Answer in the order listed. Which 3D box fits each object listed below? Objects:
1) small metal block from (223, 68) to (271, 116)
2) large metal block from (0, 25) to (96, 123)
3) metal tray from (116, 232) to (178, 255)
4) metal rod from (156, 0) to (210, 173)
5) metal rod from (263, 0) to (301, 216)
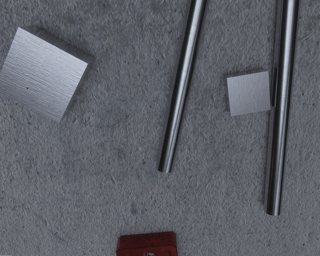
[{"bbox_3d":[0.110,-0.046,0.394,0.050,0.025,0.050,-10,110,3],"label":"small metal block"},{"bbox_3d":[-0.135,-0.065,0.370,0.080,0.050,0.080,28,108,-10],"label":"large metal block"},{"bbox_3d":[-0.015,0.230,0.491,0.091,0.030,0.129,-5,110,1],"label":"metal tray"},{"bbox_3d":[0.032,-0.081,0.380,0.025,0.025,0.298,9,110,-4],"label":"metal rod"},{"bbox_3d":[0.157,-0.018,0.405,0.025,0.025,0.298,-3,110,1],"label":"metal rod"}]
